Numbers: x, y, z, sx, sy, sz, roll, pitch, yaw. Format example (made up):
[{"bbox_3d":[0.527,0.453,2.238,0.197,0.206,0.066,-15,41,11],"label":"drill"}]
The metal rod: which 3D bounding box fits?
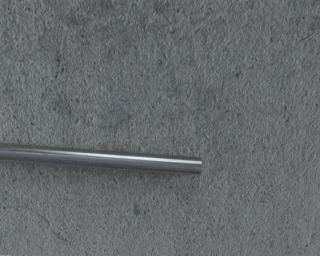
[{"bbox_3d":[-0.095,0.042,0.424,0.302,0.025,0.025,4,110,-2],"label":"metal rod"}]
